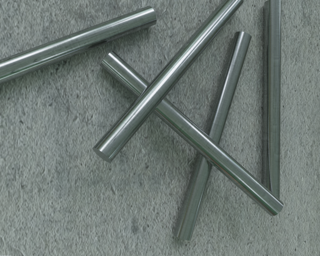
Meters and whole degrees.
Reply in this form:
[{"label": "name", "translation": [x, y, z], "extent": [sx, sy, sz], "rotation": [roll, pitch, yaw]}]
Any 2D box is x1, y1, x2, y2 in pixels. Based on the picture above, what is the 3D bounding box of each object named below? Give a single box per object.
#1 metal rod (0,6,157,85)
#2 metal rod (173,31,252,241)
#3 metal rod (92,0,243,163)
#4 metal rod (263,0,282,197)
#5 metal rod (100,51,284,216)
[{"label": "metal rod", "translation": [-0.139, -0.081, 0.357], "extent": [0.302, 0.025, 0.025], "rotation": [-27, 99, -18]}, {"label": "metal rod", "translation": [0.076, 0.006, 0.436], "extent": [0.025, 0.025, 0.299], "rotation": [20, 83, -19]}, {"label": "metal rod", "translation": [0.024, -0.079, 0.389], "extent": [0.025, 0.025, 0.301], "rotation": [45, 65, -15]}, {"label": "metal rod", "translation": [0.170, -0.042, 0.471], "extent": [0.025, 0.025, 0.298], "rotation": [1, 90, -20]}, {"label": "metal rod", "translation": [0.046, 0.011, 0.403], "extent": [0.300, 0.025, 0.025], "rotation": [41, 77, -7]}]
